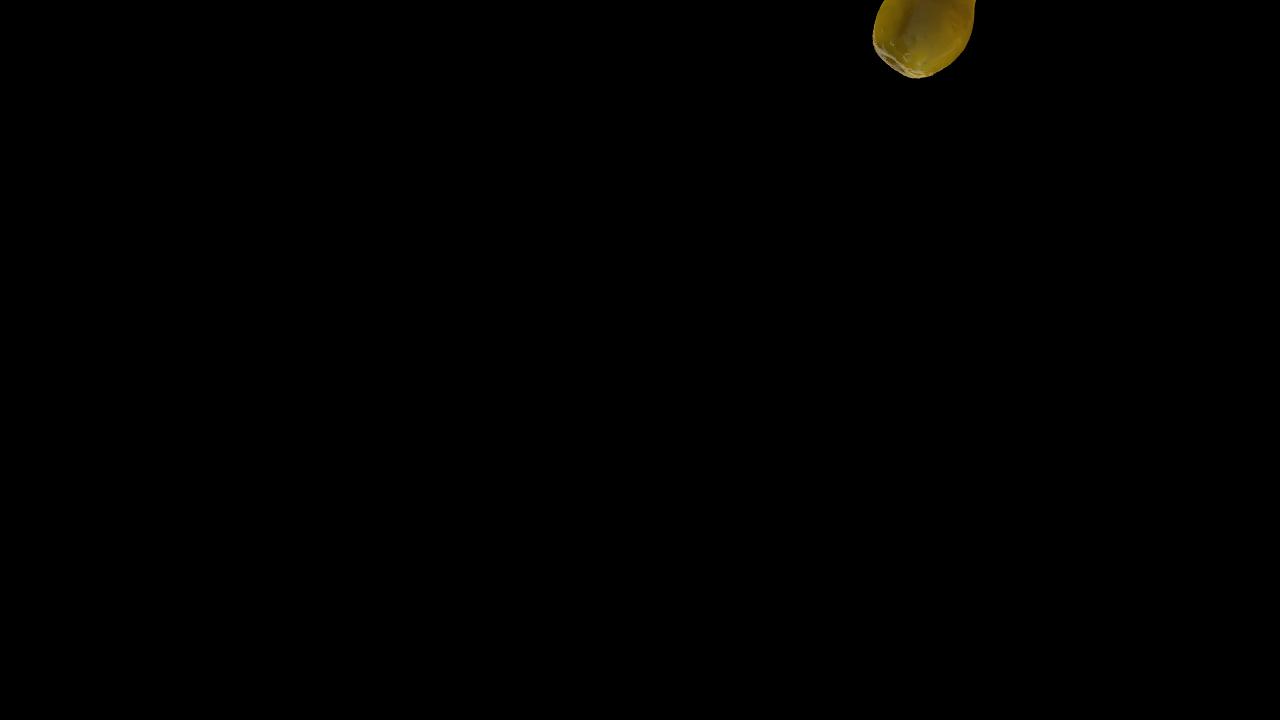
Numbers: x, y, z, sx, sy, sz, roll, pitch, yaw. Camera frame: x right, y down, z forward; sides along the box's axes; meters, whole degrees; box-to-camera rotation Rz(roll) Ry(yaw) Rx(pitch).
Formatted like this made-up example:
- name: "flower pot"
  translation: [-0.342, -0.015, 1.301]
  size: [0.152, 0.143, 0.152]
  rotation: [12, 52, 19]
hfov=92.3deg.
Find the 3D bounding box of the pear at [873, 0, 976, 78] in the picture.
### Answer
- name: "pear"
  translation: [0.241, -0.284, 0.486]
  size: [0.080, 0.111, 0.080]
  rotation: [31, 24, -16]
